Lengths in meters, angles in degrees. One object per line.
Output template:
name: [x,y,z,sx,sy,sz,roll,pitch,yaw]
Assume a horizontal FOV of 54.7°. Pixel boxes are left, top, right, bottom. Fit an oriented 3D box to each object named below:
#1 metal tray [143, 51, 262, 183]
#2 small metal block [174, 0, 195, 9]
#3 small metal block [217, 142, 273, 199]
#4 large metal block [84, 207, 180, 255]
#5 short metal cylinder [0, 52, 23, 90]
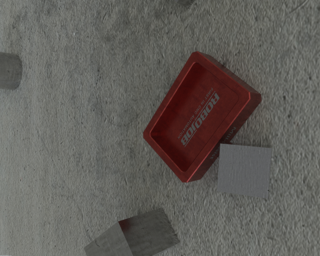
metal tray: [0.043,-0.012,0.365,0.090,0.030,0.129,47,118,29]
small metal block: [0.029,-0.186,0.381,0.050,0.025,0.050,-50,61,28]
small metal block: [0.089,0.042,0.323,0.050,0.025,0.050,4,93,22]
large metal block: [-0.036,0.151,0.399,0.080,0.081,0.050,-43,64,31]
short metal cylinder: [-0.343,-0.124,0.672,0.080,0.050,0.079,0,90,40]
